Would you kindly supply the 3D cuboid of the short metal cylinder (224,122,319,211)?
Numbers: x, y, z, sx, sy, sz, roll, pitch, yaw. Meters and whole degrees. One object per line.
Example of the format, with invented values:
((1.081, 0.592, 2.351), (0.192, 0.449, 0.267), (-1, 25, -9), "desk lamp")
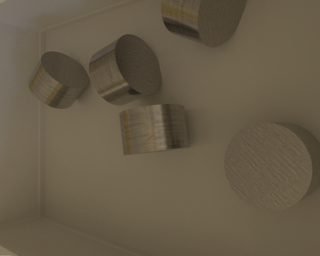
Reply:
((0.110, 0.035, 0.299), (0.080, 0.050, 0.079), (0, 90, 39), "short metal cylinder")

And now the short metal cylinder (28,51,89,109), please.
((-0.164, -0.078, 0.503), (0.050, 0.081, 0.080), (-45, 63, 30), "short metal cylinder")

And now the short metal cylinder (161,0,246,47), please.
((0.047, -0.133, 0.331), (0.050, 0.081, 0.079), (32, 110, 35), "short metal cylinder")

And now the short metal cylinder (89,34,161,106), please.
((-0.044, -0.075, 0.406), (0.050, 0.081, 0.080), (-18, 79, 38), "short metal cylinder")

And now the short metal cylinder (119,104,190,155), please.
((-0.007, 0.004, 0.375), (0.080, 0.081, 0.050), (-11, 83, 39), "short metal cylinder")
